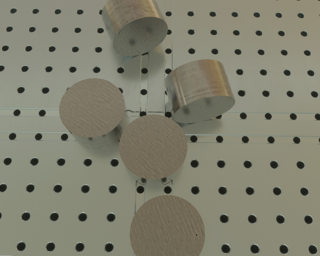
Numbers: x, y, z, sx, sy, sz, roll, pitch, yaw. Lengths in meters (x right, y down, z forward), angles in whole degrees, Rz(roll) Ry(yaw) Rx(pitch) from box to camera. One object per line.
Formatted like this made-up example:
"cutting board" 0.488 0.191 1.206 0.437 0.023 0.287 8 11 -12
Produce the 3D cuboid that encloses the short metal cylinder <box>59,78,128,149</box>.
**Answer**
"short metal cylinder" -0.083 -0.018 0.404 0.081 0.050 0.080 0 70 0

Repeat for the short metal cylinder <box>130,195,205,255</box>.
"short metal cylinder" 0.008 0.120 0.355 0.081 0.050 0.080 0 70 0

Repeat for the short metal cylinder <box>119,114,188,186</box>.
"short metal cylinder" -0.008 0.029 0.388 0.081 0.050 0.080 0 70 0

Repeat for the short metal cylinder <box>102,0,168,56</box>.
"short metal cylinder" -0.035 -0.146 0.436 0.081 0.080 0.050 -20 72 -7

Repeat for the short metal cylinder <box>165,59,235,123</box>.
"short metal cylinder" 0.050 -0.045 0.400 0.081 0.080 0.050 -12 71 -5
